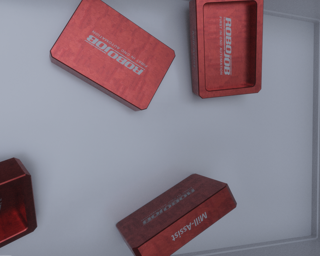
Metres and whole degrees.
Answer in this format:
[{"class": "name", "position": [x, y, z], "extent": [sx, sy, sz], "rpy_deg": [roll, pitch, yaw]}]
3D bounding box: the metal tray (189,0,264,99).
[{"class": "metal tray", "position": [0.089, -0.109, 0.417], "extent": [0.091, 0.030, 0.129], "rpy_deg": [-7, 107, -9]}]

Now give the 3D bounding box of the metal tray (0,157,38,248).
[{"class": "metal tray", "position": [-0.189, 0.090, 0.292], "extent": [0.131, 0.030, 0.089], "rpy_deg": [-21, 136, -37]}]

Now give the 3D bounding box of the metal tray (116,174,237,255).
[{"class": "metal tray", "position": [0.017, 0.108, 0.383], "extent": [0.131, 0.090, 0.030], "rpy_deg": [-30, 100, -18]}]

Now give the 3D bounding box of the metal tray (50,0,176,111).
[{"class": "metal tray", "position": [-0.057, -0.090, 0.388], "extent": [0.131, 0.030, 0.090], "rpy_deg": [31, 80, -18]}]
